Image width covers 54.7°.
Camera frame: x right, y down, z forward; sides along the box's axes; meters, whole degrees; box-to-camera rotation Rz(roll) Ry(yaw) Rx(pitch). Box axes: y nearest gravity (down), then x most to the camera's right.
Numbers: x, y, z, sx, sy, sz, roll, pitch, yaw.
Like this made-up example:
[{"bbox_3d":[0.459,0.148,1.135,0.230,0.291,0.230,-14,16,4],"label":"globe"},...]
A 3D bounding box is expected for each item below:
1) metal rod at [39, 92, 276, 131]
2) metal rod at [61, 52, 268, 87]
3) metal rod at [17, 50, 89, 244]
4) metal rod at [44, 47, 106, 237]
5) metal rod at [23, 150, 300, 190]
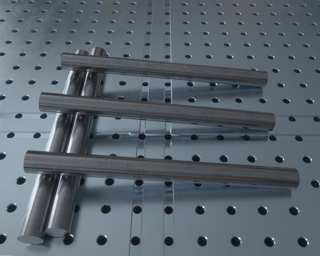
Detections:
[{"bbox_3d":[0.000,-0.021,0.405,0.302,0.025,0.025,5,50,-4],"label":"metal rod"},{"bbox_3d":[0.010,-0.086,0.461,0.302,0.025,0.025,4,50,-5],"label":"metal rod"},{"bbox_3d":[-0.128,-0.002,0.407,0.025,0.025,0.300,1,50,0],"label":"metal rod"},{"bbox_3d":[-0.103,-0.008,0.412,0.025,0.025,0.300,1,50,0],"label":"metal rod"},{"bbox_3d":[0.007,0.048,0.349,0.302,0.025,0.025,4,50,-5],"label":"metal rod"}]
